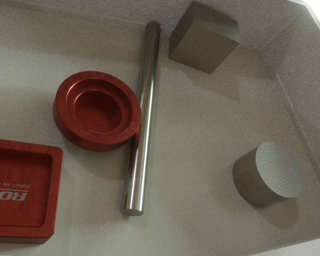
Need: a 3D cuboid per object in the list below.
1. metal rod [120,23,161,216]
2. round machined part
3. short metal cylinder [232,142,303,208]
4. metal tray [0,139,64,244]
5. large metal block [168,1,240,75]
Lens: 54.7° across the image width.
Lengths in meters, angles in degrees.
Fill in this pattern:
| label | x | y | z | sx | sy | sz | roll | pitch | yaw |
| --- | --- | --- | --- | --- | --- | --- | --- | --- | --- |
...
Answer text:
| label | x | y | z | sx | sy | sz | roll | pitch | yaw |
| --- | --- | --- | --- | --- | --- | --- | --- | --- | --- |
| metal rod | -0.021 | -0.034 | 0.416 | 0.025 | 0.025 | 0.300 | 17 | 55 | -19 |
| round machined part | -0.075 | -0.016 | 0.365 | 0.099 | 0.042 | 0.098 | 14 | 56 | -21 |
| short metal cylinder | 0.150 | 0.066 | 0.433 | 0.081 | 0.050 | 0.080 | 14 | 56 | -21 |
| metal tray | -0.162 | 0.055 | 0.282 | 0.131 | 0.030 | 0.090 | 11 | 57 | -23 |
| large metal block | 0.068 | -0.141 | 0.495 | 0.081 | 0.080 | 0.050 | 17 | 55 | -19 |
